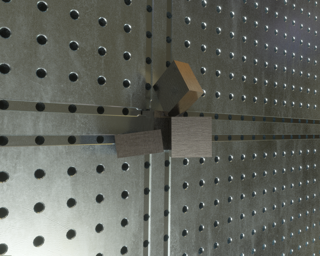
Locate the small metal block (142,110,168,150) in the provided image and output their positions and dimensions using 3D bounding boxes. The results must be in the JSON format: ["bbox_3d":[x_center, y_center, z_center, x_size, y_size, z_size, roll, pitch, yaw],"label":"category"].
[{"bbox_3d":[0.004,0.003,0.411,0.050,0.025,0.050,3,88,-40],"label":"small metal block"}]

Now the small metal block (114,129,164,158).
[{"bbox_3d":[-0.024,0.017,0.358,0.050,0.050,0.025,-7,89,-5],"label":"small metal block"}]

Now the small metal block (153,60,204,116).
[{"bbox_3d":[0.022,-0.049,0.397,0.025,0.050,0.050,4,52,-39],"label":"small metal block"}]

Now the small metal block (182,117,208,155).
[{"bbox_3d":[0.050,0.012,0.436,0.050,0.025,0.050,7,85,-71],"label":"small metal block"}]

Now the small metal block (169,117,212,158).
[{"bbox_3d":[0.038,0.011,0.392,0.050,0.025,0.050,0,90,-7],"label":"small metal block"}]
